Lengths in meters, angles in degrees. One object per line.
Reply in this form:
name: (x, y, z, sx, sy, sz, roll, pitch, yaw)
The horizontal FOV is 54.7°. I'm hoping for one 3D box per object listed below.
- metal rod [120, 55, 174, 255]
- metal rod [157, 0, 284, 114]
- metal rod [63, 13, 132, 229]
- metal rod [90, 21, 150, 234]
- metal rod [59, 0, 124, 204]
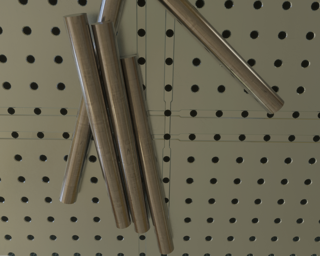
metal rod: (-0.016, 0.050, 0.431, 0.025, 0.025, 0.298, -9, 110, 3)
metal rod: (0.042, -0.123, 0.368, 0.300, 0.025, 0.025, 41, 105, -14)
metal rod: (-0.073, 0.011, 0.397, 0.025, 0.025, 0.298, -7, 118, 2)
metal rod: (-0.045, 0.017, 0.404, 0.025, 0.025, 0.298, -7, 116, 2)
metal rod: (-0.091, -0.031, 0.400, 0.025, 0.025, 0.298, 15, 109, -6)
